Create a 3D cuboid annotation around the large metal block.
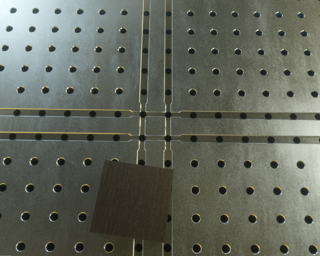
[{"bbox_3d":[-0.030,0.088,0.366,0.080,0.050,0.080,8,70,2],"label":"large metal block"}]
